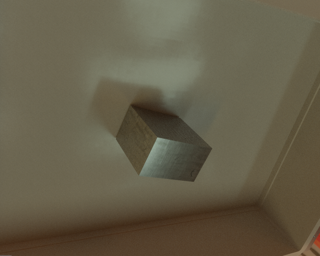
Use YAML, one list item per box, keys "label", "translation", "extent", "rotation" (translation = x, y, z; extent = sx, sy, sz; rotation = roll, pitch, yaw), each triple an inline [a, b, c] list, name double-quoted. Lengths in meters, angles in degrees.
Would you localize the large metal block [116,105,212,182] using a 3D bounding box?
- label: "large metal block"
  translation: [0.003, 0.019, 0.385]
  extent: [0.081, 0.080, 0.050]
  rotation: [13, 112, -34]
